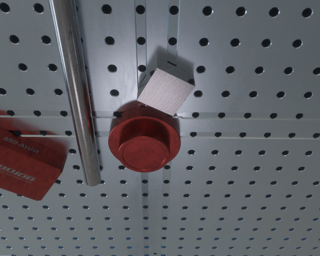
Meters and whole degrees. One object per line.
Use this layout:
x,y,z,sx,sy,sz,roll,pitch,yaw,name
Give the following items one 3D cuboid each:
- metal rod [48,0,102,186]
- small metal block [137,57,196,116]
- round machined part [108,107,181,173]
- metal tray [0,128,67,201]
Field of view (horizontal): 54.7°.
-0.099,-0.033,0.382,0.025,0.025,0.298,1,130,-1,metal rod
0.007,-0.048,0.371,0.050,0.025,0.050,23,126,-19,small metal block
-0.021,0.023,0.420,0.099,0.042,0.097,0,131,0,round machined part
-0.217,0.051,0.450,0.131,0.030,0.090,28,125,-22,metal tray
